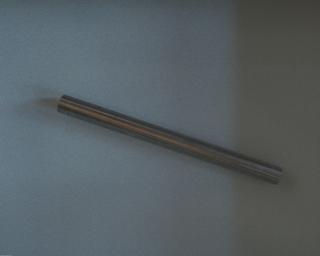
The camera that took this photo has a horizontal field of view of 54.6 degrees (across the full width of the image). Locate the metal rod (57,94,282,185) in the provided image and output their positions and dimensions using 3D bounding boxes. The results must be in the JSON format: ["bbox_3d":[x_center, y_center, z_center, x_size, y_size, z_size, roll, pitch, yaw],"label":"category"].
[{"bbox_3d":[0.013,0.016,0.410,0.301,0.025,0.025,19,90,0],"label":"metal rod"}]
